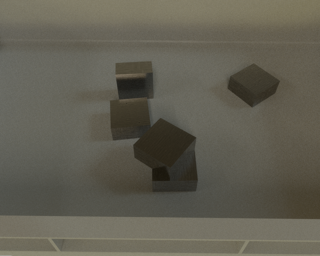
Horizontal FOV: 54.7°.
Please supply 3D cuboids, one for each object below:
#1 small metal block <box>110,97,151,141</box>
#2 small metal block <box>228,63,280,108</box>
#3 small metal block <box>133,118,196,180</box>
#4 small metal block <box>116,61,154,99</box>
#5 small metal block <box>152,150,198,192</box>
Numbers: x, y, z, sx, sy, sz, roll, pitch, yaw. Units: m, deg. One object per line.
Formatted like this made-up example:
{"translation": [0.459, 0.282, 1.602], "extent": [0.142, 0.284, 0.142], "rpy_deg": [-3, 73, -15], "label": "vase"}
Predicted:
{"translation": [-0.040, -0.013, 0.415], "extent": [0.050, 0.025, 0.050], "rpy_deg": [-5, 50, -5], "label": "small metal block"}
{"translation": [0.138, -0.064, 0.460], "extent": [0.050, 0.025, 0.050], "rpy_deg": [-30, 56, -23], "label": "small metal block"}
{"translation": [0.006, 0.023, 0.354], "extent": [0.050, 0.025, 0.050], "rpy_deg": [30, 56, 22], "label": "small metal block"}
{"translation": [-0.036, -0.067, 0.445], "extent": [0.050, 0.050, 0.025], "rpy_deg": [-4, 50, -3], "label": "small metal block"}
{"translation": [0.016, 0.047, 0.366], "extent": [0.050, 0.025, 0.050], "rpy_deg": [-1, 50, -1], "label": "small metal block"}
